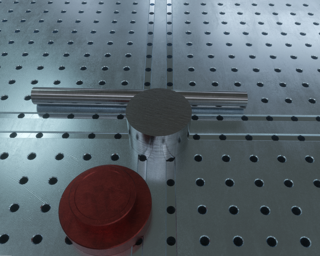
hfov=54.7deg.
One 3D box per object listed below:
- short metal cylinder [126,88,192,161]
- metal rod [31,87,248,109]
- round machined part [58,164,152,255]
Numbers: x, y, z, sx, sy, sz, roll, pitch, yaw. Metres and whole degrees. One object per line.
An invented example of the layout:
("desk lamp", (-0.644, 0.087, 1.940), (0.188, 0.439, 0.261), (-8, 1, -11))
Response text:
("short metal cylinder", (-0.001, -0.005, 0.396), (0.081, 0.050, 0.080), (0, 50, 0))
("metal rod", (-0.029, -0.043, 0.443), (0.302, 0.025, 0.025), (1, 50, 1))
("round machined part", (-0.058, 0.079, 0.329), (0.099, 0.042, 0.098), (0, 50, 0))
